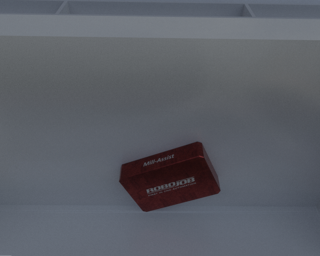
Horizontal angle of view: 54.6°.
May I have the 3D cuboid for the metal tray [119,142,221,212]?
[{"bbox_3d":[0.016,0.078,0.472,0.130,0.030,0.090,-18,128,15],"label":"metal tray"}]
